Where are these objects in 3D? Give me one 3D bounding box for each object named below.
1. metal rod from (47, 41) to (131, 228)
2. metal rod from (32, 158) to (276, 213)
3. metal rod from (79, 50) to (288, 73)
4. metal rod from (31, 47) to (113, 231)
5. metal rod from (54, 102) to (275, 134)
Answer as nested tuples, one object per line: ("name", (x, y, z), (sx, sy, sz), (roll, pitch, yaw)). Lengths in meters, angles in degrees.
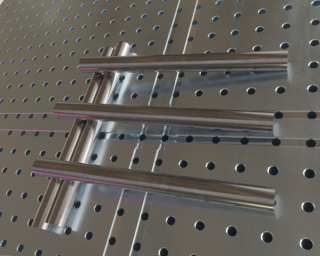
("metal rod", (-0.097, -0.006, 0.460), (0.025, 0.025, 0.300), (1, 62, 28))
("metal rod", (-0.025, 0.062, 0.363), (0.301, 0.025, 0.025), (4, 64, 22))
("metal rod", (0.017, -0.091, 0.435), (0.301, 0.025, 0.025), (4, 63, 22))
("metal rod", (-0.121, 0.001, 0.468), (0.025, 0.025, 0.300), (1, 62, 28))
("metal rod", (-0.011, -0.016, 0.403), (0.301, 0.025, 0.025), (4, 64, 23))
